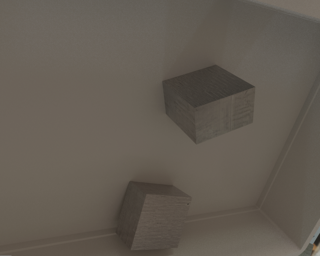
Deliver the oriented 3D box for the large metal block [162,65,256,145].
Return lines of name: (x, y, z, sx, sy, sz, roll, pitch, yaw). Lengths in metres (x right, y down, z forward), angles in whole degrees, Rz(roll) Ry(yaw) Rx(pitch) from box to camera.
large metal block: (0.059, -0.033, 0.387, 0.081, 0.080, 0.050, -20, 126, -17)

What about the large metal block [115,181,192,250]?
large metal block: (-0.009, 0.128, 0.455, 0.081, 0.050, 0.080, 13, 94, -34)

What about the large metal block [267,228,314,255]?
large metal block: (0.298, 0.293, 0.715, 0.050, 0.080, 0.079, -38, 136, -40)
